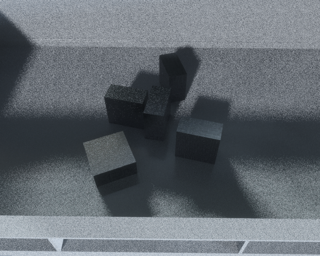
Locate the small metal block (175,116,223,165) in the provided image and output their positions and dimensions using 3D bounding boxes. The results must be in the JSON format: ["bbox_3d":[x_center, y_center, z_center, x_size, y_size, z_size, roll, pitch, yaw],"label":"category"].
[{"bbox_3d":[0.046,0.015,0.376,0.050,0.050,0.025,11,51,9],"label":"small metal block"}]

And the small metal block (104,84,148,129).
[{"bbox_3d":[-0.043,-0.028,0.412,0.050,0.050,0.025,11,51,9],"label":"small metal block"}]

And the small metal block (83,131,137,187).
[{"bbox_3d":[-0.060,0.036,0.374,0.050,0.025,0.050,-17,52,-14],"label":"small metal block"}]

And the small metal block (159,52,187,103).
[{"bbox_3d":[0.018,-0.073,0.450,0.025,0.050,0.050,-12,51,-10],"label":"small metal block"}]

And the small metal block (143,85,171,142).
[{"bbox_3d":[-0.003,-0.019,0.404,0.025,0.050,0.050,9,51,8],"label":"small metal block"}]
